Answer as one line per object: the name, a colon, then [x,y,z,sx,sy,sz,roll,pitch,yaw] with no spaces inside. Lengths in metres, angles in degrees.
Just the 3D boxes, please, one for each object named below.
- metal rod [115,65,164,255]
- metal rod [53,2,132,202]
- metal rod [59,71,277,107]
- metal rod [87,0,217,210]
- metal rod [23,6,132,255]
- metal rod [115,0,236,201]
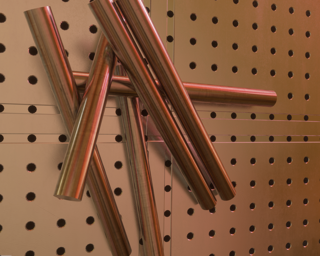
metal rod: [-0.023,0.068,0.403,0.025,0.025,0.298,-10,94,-20]
metal rod: [-0.060,-0.072,0.339,0.025,0.025,0.299,19,65,-19]
metal rod: [0.025,-0.047,0.398,0.302,0.025,0.025,2,90,-23]
metal rod: [0.004,-0.011,0.372,0.025,0.025,0.299,-37,118,-16]
metal rod: [-0.082,0.024,0.344,0.025,0.025,0.298,-21,112,-19]
metal rod: [0.032,-0.019,0.381,0.025,0.025,0.299,-38,119,-16]
